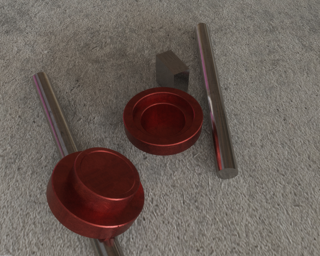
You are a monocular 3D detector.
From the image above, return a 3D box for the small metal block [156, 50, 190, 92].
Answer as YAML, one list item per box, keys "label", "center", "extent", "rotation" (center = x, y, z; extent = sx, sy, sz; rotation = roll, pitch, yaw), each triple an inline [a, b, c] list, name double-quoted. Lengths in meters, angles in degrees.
- label: "small metal block"
  center: [0.017, -0.077, 0.452]
  extent: [0.025, 0.050, 0.050]
  rotation: [-24, 54, -19]

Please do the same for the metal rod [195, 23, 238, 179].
- label: "metal rod"
  center: [0.076, -0.062, 0.455]
  extent: [0.025, 0.025, 0.300]
  rotation: [0, 50, -1]

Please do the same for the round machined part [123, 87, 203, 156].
- label: "round machined part"
  center: [0.004, -0.004, 0.396]
  extent: [0.099, 0.042, 0.098]
  rotation: [0, 50, 0]

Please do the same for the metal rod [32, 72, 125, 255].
- label: "metal rod"
  center: [-0.110, 0.029, 0.377]
  extent: [0.025, 0.025, 0.300]
  rotation: [-21, 53, -17]

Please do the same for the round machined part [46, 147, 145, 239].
- label: "round machined part"
  center: [-0.060, 0.058, 0.316]
  extent: [0.099, 0.042, 0.098]
  rotation: [22, 32, -15]
